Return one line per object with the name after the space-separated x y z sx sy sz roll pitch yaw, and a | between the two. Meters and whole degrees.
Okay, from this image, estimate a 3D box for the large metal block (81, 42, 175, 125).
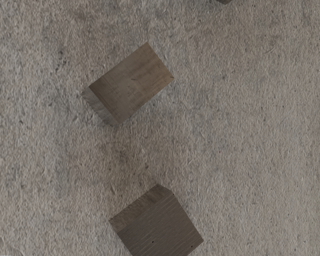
-0.042 -0.048 0.364 0.080 0.080 0.050 -42 103 -15 | large metal block

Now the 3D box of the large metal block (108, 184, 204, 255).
-0.005 0.131 0.394 0.080 0.050 0.080 -35 102 -17 | large metal block

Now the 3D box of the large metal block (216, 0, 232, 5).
0.078 -0.230 0.424 0.081 0.050 0.080 15 85 -20 | large metal block
